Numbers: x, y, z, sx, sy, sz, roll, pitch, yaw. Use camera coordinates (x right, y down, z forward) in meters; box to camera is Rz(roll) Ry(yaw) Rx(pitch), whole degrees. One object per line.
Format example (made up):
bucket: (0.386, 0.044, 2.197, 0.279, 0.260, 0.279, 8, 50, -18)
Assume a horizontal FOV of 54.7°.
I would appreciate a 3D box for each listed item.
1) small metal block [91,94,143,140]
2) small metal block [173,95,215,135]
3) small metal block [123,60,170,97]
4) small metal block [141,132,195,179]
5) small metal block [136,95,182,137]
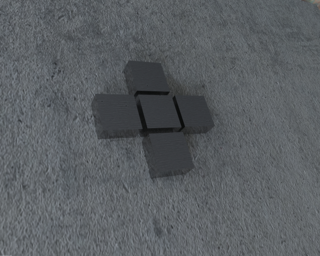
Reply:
small metal block: (-0.055, -0.014, 0.386, 0.050, 0.025, 0.050, -2, 63, -30)
small metal block: (0.044, -0.019, 0.442, 0.050, 0.025, 0.050, -2, 63, -30)
small metal block: (-0.020, -0.066, 0.436, 0.050, 0.025, 0.050, -2, 63, -30)
small metal block: (0.009, 0.034, 0.391, 0.050, 0.025, 0.050, -2, 63, -30)
small metal block: (-0.005, -0.016, 0.414, 0.050, 0.025, 0.050, -2, 63, -30)
